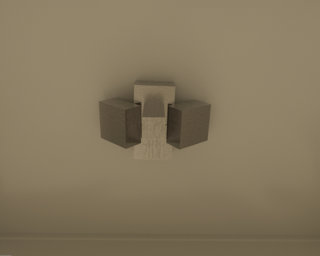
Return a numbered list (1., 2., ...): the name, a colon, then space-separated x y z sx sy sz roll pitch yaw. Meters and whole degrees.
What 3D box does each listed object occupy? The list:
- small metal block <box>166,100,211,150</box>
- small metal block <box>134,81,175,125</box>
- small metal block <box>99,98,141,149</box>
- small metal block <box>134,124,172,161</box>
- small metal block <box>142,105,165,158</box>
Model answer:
1. small metal block: 0.036 -0.005 0.395 0.050 0.025 0.050 -15 116 -37
2. small metal block: -0.008 -0.032 0.396 0.050 0.025 0.050 2 110 -2
3. small metal block: -0.051 -0.007 0.392 0.050 0.025 0.050 19 117 39
4. small metal block: -0.009 0.015 0.414 0.050 0.025 0.050 2 110 -1
5. small metal block: -0.007 0.003 0.370 0.025 0.050 0.050 0 110 -1
